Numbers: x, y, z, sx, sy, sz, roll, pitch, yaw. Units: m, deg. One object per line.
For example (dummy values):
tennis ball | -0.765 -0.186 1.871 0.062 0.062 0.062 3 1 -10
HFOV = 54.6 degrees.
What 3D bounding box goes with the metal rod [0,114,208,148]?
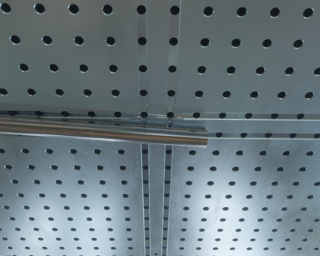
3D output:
metal rod | -0.087 0.004 0.413 0.302 0.025 0.025 4 130 -4
